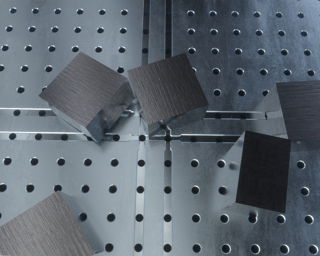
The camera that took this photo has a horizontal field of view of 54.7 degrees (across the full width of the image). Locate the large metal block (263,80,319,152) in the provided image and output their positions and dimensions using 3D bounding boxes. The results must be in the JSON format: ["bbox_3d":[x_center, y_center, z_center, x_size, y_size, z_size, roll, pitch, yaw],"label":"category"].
[{"bbox_3d":[0.190,-0.015,0.406,0.081,0.050,0.080,-4,70,-2],"label":"large metal block"}]

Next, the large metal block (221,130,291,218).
[{"bbox_3d":[0.110,0.058,0.363,0.050,0.080,0.080,12,71,4],"label":"large metal block"}]

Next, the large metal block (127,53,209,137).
[{"bbox_3d":[0.009,-0.043,0.414,0.081,0.050,0.080,-19,71,-7],"label":"large metal block"}]

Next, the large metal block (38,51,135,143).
[{"bbox_3d":[-0.093,-0.041,0.407,0.080,0.050,0.080,32,73,19],"label":"large metal block"}]

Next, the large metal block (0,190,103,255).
[{"bbox_3d":[-0.124,0.130,0.350,0.080,0.050,0.080,-32,74,-11],"label":"large metal block"}]
